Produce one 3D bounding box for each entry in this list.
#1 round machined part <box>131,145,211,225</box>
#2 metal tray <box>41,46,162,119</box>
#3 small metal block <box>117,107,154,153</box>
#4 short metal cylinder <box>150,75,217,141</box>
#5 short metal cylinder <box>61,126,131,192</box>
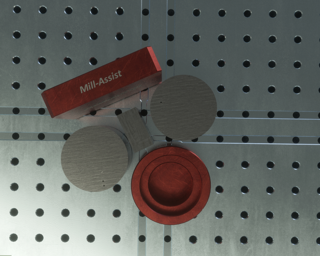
[{"bbox_3d":[0.014,0.071,0.401,0.099,0.042,0.097,0,90,0],"label":"round machined part"},{"bbox_3d":[-0.063,-0.050,0.376,0.131,0.090,0.030,-23,90,0],"label":"metal tray"},{"bbox_3d":[-0.030,0.002,0.396,0.025,0.050,0.050,-25,90,0],"label":"small metal block"},{"bbox_3d":[0.028,-0.025,0.397,0.081,0.050,0.079,0,90,0],"label":"short metal cylinder"},{"bbox_3d":[-0.079,0.037,0.396,0.081,0.050,0.079,0,90,0],"label":"short metal cylinder"}]
